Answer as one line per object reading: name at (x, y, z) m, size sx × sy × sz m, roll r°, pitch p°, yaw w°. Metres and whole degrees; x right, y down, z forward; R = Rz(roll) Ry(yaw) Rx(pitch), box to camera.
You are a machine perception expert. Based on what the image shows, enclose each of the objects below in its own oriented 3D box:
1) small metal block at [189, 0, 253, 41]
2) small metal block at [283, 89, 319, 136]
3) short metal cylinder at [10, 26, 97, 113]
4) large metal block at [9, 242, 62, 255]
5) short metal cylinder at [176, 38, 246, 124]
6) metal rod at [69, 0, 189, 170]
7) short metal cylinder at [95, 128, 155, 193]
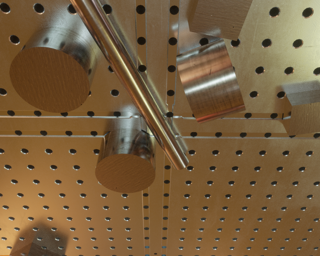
small metal block at (0.060, -0.120, 0.310) m, size 0.050 × 0.025 × 0.050 m, roll 9°, pitch 130°, yaw -8°
small metal block at (0.189, -0.020, 0.397) m, size 0.050 × 0.025 × 0.050 m, roll -8°, pitch 130°, yaw 6°
short metal cylinder at (-0.114, -0.063, 0.340) m, size 0.081 × 0.050 × 0.079 m, roll 0°, pitch 130°, yaw 0°
large metal block at (-0.261, 0.288, 0.638) m, size 0.080 × 0.050 × 0.080 m, roll -33°, pitch 123°, yaw 24°
short metal cylinder at (0.055, -0.049, 0.334) m, size 0.050 × 0.080 × 0.080 m, roll -18°, pitch 128°, yaw 14°
metal rod at (-0.031, -0.052, 0.366) m, size 0.025 × 0.025 × 0.299 m, roll -19°, pitch 128°, yaw 15°
short metal cylinder at (-0.046, 0.046, 0.434) m, size 0.081 × 0.050 × 0.079 m, roll 0°, pitch 130°, yaw 0°
